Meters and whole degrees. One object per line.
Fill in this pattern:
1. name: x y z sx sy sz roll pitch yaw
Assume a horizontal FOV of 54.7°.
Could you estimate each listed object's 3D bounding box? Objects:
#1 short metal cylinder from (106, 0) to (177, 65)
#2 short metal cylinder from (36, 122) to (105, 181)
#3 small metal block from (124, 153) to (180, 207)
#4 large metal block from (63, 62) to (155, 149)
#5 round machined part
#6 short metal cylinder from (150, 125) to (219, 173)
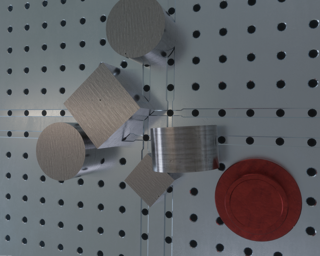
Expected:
1. short metal cylinder: -0.023 -0.127 0.407 0.080 0.050 0.080 0 90 20
2. short metal cylinder: -0.127 0.032 0.444 0.080 0.050 0.080 0 90 20
3. small metal block: -0.010 0.068 0.416 0.050 0.025 0.050 43 103 15
4. large metal block: -0.069 -0.029 0.424 0.080 0.050 0.080 -43 77 15
5. round machined part: 0.113 0.085 0.363 0.098 0.042 0.097 0 90 19
6. short metal cylinder: 0.030 0.023 0.373 0.080 0.080 0.050 -3 89 20
